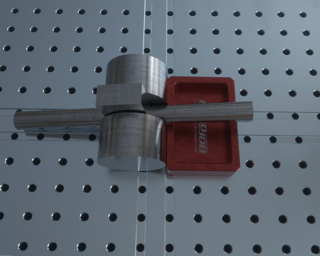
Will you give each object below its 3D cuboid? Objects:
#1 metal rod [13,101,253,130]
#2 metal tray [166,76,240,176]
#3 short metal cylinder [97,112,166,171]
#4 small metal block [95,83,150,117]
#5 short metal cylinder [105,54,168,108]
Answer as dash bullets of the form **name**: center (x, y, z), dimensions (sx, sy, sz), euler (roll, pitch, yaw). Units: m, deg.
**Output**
- **metal rod**: center (-0.039, -0.015, 0.392), dimensions (0.301, 0.025, 0.025), euler (-2, 70, 8)
- **metal tray**: center (0.054, -0.004, 0.411), dimensions (0.091, 0.030, 0.130), euler (1, 70, 0)
- **short metal cylinder**: center (-0.033, 0.019, 0.375), dimensions (0.081, 0.080, 0.050), euler (1, 70, 0)
- **small metal block**: center (-0.041, -0.028, 0.358), dimensions (0.050, 0.050, 0.025), euler (-2, 70, 8)
- **short metal cylinder**: center (-0.030, -0.052, 0.399), dimensions (0.081, 0.080, 0.050), euler (1, 70, 0)
